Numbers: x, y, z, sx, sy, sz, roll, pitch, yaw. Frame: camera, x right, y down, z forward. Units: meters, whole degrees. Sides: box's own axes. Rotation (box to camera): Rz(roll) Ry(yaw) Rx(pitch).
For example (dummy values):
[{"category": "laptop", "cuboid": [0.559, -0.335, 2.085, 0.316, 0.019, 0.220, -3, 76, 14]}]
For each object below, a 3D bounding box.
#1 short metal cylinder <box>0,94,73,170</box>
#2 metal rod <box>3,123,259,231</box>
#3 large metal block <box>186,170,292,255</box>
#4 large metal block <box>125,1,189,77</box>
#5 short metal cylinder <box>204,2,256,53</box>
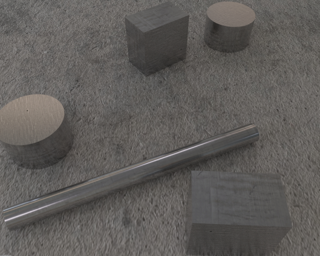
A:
[{"category": "short metal cylinder", "cuboid": [-0.153, 0.004, 0.383, 0.081, 0.050, 0.080, 0, 50, 0]}, {"category": "metal rod", "cuboid": [-0.019, 0.050, 0.360, 0.302, 0.025, 0.025, -18, 52, -15]}, {"category": "large metal block", "cuboid": [0.068, 0.085, 0.297, 0.080, 0.080, 0.050, 2, 50, 1]}, {"category": "large metal block", "cuboid": [-0.004, -0.139, 0.484, 0.081, 0.080, 0.050, -29, 56, -22]}, {"category": "short metal cylinder", "cuboid": [0.118, -0.175, 0.535, 0.081, 0.050, 0.080, 0, 50, 0]}]
